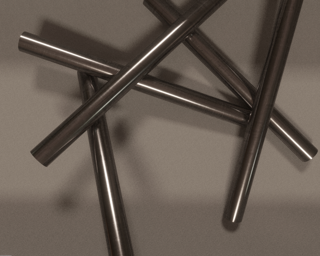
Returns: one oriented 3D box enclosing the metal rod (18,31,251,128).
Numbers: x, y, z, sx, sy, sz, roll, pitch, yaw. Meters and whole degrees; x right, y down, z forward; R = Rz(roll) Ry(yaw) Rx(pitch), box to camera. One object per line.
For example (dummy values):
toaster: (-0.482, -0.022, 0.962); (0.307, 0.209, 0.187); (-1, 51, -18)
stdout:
metal rod: (-0.025, -0.059, 0.395); (0.302, 0.025, 0.025); (18, 90, -7)

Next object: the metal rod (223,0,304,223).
metal rod: (0.128, -0.023, 0.388); (0.025, 0.025, 0.298); (12, 100, -1)

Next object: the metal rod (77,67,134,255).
metal rod: (-0.060, 0.056, 0.350); (0.025, 0.025, 0.299); (-16, 65, 0)

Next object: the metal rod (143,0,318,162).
metal rod: (0.093, -0.069, 0.412); (0.300, 0.025, 0.025); (44, 90, -1)

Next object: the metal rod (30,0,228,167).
metal rod: (-0.028, -0.069, 0.369); (0.301, 0.025, 0.025); (-44, 90, -10)
